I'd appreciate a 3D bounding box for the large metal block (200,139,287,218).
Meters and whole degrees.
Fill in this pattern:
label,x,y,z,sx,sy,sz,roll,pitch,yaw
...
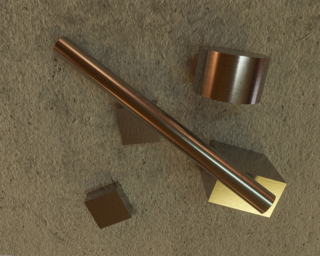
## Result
label,x,y,z,sx,sy,sz,roll,pitch,yaw
large metal block,0.103,0.063,0.405,0.080,0.080,0.050,16,109,-6

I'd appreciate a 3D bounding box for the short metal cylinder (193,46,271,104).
label,x,y,z,sx,sy,sz,roll,pitch,yaw
short metal cylinder,0.081,-0.063,0.358,0.081,0.080,0.050,7,110,-3

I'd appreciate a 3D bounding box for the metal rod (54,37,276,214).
label,x,y,z,sx,sy,sz,roll,pitch,yaw
metal rod,-0.001,-0.008,0.354,0.300,0.025,0.025,38,106,7

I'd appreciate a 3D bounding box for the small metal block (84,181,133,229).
label,x,y,z,sx,sy,sz,roll,pitch,yaw
small metal block,-0.074,0.112,0.450,0.050,0.025,0.050,-22,109,7

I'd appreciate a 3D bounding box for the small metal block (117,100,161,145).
label,x,y,z,sx,sy,sz,roll,pitch,yaw
small metal block,-0.027,-0.007,0.407,0.050,0.025,0.050,-5,110,1
